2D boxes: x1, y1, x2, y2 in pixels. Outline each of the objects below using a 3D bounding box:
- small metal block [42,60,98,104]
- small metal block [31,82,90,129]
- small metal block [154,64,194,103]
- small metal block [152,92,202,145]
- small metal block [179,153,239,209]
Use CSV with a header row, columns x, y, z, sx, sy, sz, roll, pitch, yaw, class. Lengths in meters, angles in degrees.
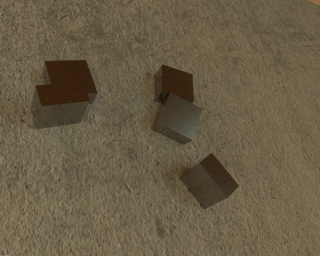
x,y,z,sx,sy,sz,roll,pitch,yaw,class
-0.110,-0.055,0.377,0.050,0.025,0.050,-10,67,-32,small metal block
-0.111,-0.025,0.343,0.050,0.050,0.025,-10,67,-32,small metal block
0.020,-0.059,0.450,0.050,0.025,0.050,14,56,-20,small metal block
0.024,-0.012,0.418,0.050,0.025,0.050,26,63,-12,small metal block
0.059,0.066,0.379,0.025,0.050,0.050,-33,80,-38,small metal block
